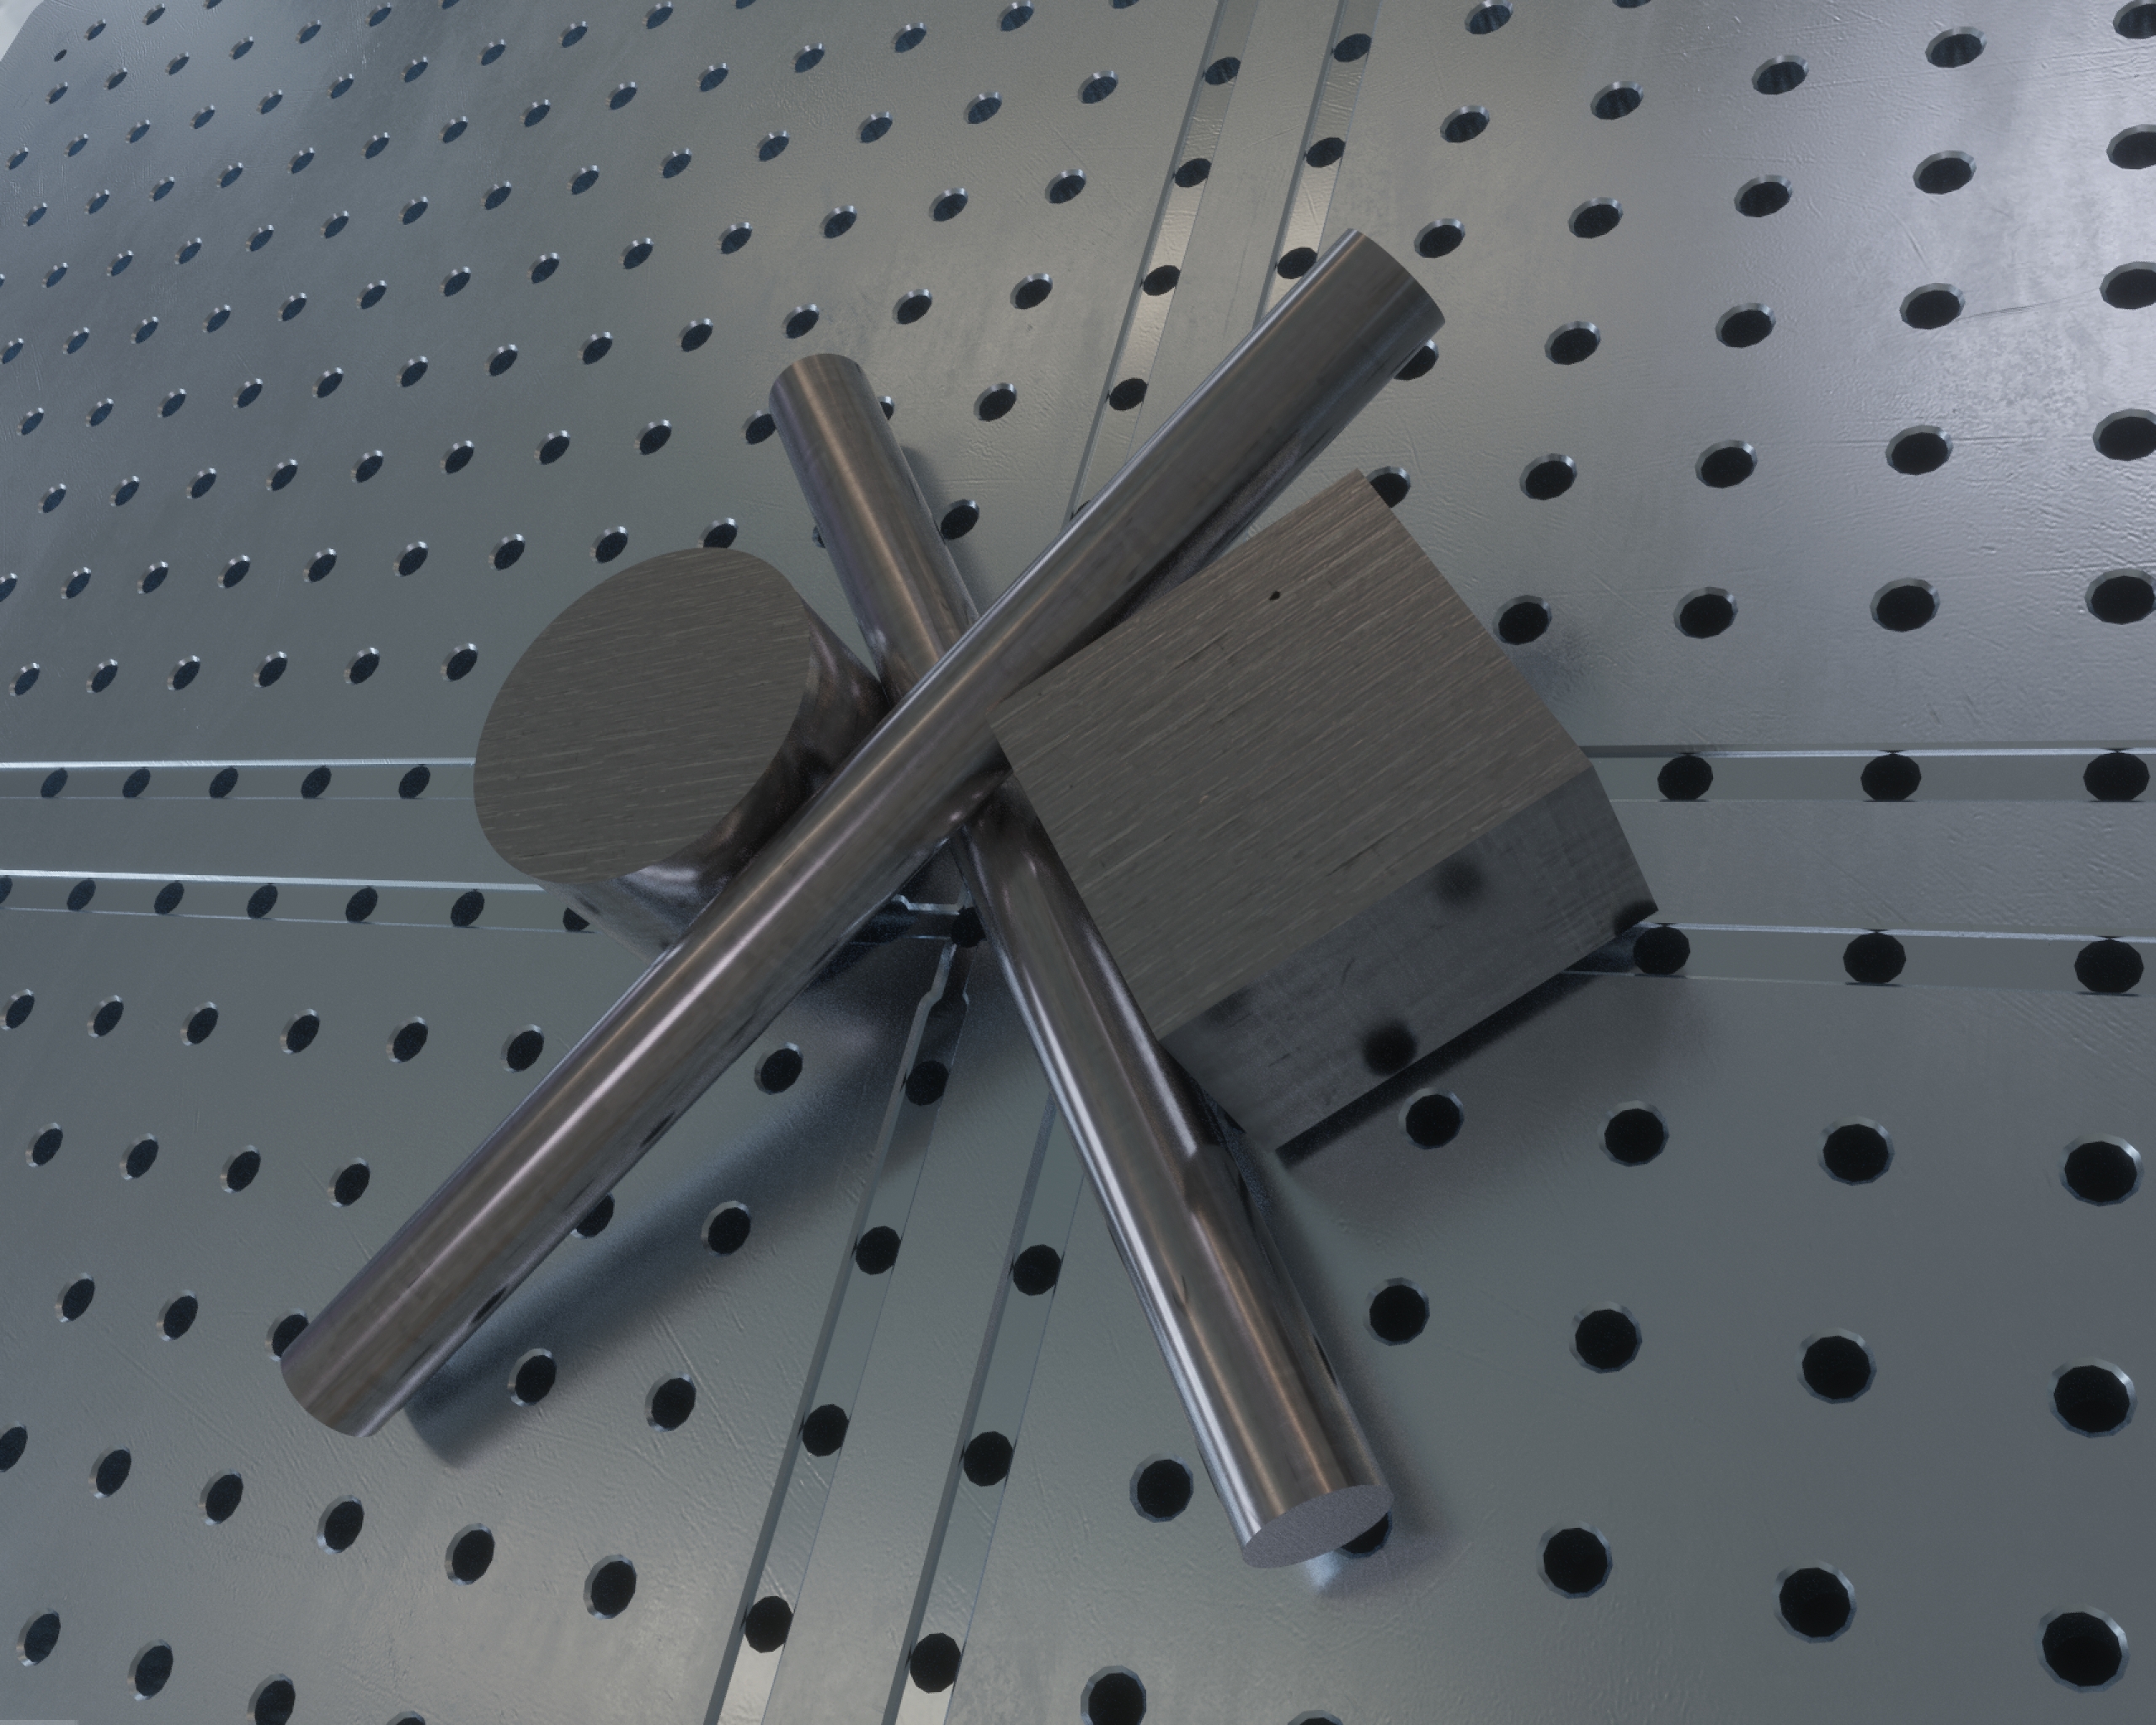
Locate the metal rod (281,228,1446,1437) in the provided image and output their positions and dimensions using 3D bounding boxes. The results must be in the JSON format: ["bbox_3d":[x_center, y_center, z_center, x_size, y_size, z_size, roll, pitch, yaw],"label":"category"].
[{"bbox_3d":[-0.045,-0.001,0.401,0.300,0.025,0.025,-46,51,7],"label":"metal rod"}]

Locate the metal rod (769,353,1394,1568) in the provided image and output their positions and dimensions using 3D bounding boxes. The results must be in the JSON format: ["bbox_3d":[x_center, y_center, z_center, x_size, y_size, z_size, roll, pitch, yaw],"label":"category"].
[{"bbox_3d":[-0.013,-0.005,0.412,0.025,0.025,0.300,-31,52,8],"label":"metal rod"}]

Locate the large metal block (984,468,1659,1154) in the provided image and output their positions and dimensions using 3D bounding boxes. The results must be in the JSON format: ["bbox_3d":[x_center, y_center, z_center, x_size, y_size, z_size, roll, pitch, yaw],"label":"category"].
[{"bbox_3d":[0.042,-0.009,0.370,0.080,0.050,0.080,-33,52,6],"label":"large metal block"}]

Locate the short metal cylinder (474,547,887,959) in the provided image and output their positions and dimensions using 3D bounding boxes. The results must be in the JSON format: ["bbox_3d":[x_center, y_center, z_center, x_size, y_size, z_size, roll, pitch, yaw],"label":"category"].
[{"bbox_3d":[-0.078,-0.019,0.440,0.080,0.050,0.080,-13,56,21],"label":"short metal cylinder"}]
